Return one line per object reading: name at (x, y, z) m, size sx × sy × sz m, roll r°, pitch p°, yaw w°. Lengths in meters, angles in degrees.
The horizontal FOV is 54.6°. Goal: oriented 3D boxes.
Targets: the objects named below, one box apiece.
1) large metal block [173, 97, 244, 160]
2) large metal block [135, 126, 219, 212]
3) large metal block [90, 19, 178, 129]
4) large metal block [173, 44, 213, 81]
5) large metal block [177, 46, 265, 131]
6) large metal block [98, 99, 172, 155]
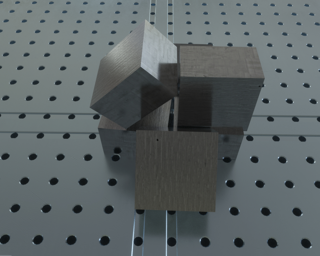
large metal block at (0.058, -0.008, 0.398) m, size 0.080 × 0.050 × 0.080 m, roll 2°, pitch 50°, yaw 2°
large metal block at (0.017, 0.041, 0.331) m, size 0.080 × 0.050 × 0.080 m, roll 2°, pitch 95°, yaw 1°
large metal block at (-0.027, -0.058, 0.345) m, size 0.080 × 0.050 × 0.080 m, roll -31°, pitch 40°, yaw 33°
large metal block at (0.027, -0.081, 0.431) m, size 0.080 × 0.080 × 0.050 m, roll 2°, pitch 89°, yaw 1°
large metal block at (0.061, -0.042, 0.343) m, size 0.080 × 0.080 × 0.050 m, roll 1°, pitch 50°, yaw 1°
large metal block at (-0.027, -0.011, 0.401) m, size 0.080 × 0.050 × 0.080 m, roll 5°, pitch 50°, yaw 4°
